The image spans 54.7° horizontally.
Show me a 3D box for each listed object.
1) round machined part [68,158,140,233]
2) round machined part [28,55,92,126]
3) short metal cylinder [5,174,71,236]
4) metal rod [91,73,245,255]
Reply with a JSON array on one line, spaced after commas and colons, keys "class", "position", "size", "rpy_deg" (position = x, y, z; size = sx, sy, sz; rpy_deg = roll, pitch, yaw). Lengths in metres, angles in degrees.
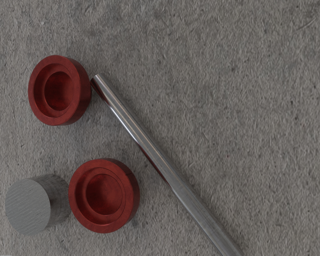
[{"class": "round machined part", "position": [-0.072, 0.089, 0.425], "size": [0.098, 0.042, 0.097], "rpy_deg": [0, 90, 20]}, {"class": "round machined part", "position": [-0.138, -0.052, 0.445], "size": [0.098, 0.042, 0.097], "rpy_deg": [1, 91, 26]}, {"class": "short metal cylinder", "position": [-0.178, 0.111, 0.459], "size": [0.080, 0.050, 0.080], "rpy_deg": [0, 90, 20]}, {"class": "metal rod", "position": [0.002, 0.045, 0.408], "size": [0.025, 0.025, 0.300], "rpy_deg": [-42, 77, 15]}]
